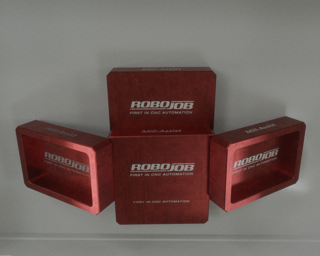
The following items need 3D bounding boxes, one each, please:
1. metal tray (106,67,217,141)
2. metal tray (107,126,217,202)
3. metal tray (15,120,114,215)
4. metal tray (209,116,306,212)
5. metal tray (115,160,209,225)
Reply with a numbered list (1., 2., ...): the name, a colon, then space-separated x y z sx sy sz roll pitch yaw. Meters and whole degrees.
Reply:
1. metal tray: 0.002 -0.030 0.395 0.131 0.030 0.089 -1 110 -1
2. metal tray: 0.003 0.046 0.392 0.131 0.030 0.089 -1 110 0
3. metal tray: -0.120 0.046 0.390 0.130 0.030 0.089 12 114 26
4. metal tray: 0.123 0.042 0.390 0.131 0.030 0.089 -13 113 -27
5. metal tray: 0.003 0.090 0.439 0.131 0.030 0.089 -1 110 -1
